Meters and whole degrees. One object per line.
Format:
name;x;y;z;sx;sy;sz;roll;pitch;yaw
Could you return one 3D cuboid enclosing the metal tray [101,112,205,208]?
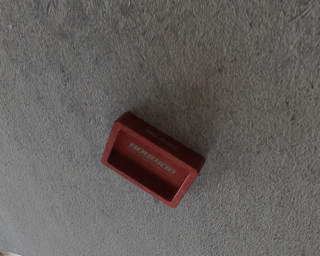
metal tray;-0.013;0.046;0.439;0.130;0.030;0.089;31;128;7
